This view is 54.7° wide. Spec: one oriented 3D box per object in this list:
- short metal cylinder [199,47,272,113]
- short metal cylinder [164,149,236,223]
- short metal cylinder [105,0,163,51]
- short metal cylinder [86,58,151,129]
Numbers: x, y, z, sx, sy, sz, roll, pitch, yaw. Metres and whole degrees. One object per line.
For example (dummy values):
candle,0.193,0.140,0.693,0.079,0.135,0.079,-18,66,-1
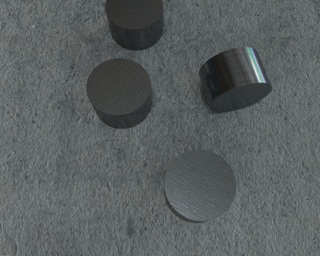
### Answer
short metal cylinder,0.096,-0.060,0.401,0.081,0.080,0.050,-13,71,-5
short metal cylinder,0.045,0.071,0.369,0.081,0.050,0.080,0,70,0
short metal cylinder,-0.036,-0.162,0.453,0.081,0.050,0.080,0,70,0
short metal cylinder,-0.052,-0.045,0.411,0.081,0.050,0.080,0,70,0
